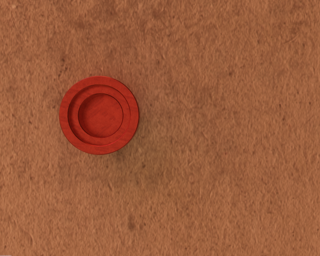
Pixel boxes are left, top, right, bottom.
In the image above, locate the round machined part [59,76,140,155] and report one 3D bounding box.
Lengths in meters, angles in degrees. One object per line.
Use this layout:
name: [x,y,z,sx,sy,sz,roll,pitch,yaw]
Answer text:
round machined part: [-0.075,-0.016,0.401,0.099,0.042,0.097,0,90,-1]
